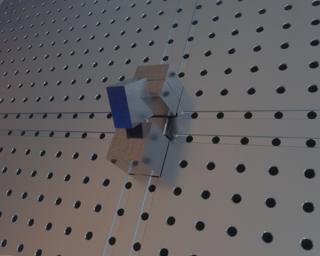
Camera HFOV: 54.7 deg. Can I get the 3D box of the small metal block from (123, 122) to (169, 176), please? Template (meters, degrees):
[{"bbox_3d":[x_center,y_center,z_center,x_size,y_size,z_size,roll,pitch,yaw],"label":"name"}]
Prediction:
[{"bbox_3d":[-0.016,0.026,0.381,0.025,0.050,0.050,1,63,29],"label":"small metal block"}]

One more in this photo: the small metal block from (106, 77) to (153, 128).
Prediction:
[{"bbox_3d":[-0.035,-0.031,0.375,0.025,0.050,0.050,0,19,29],"label":"small metal block"}]

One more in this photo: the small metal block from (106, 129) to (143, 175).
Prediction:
[{"bbox_3d":[-0.037,0.026,0.394,0.025,0.050,0.050,1,63,29],"label":"small metal block"}]

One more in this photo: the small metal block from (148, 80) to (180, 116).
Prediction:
[{"bbox_3d":[-0.008,-0.039,0.419,0.050,0.050,0.025,2,63,29],"label":"small metal block"}]

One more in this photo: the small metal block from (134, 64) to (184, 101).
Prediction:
[{"bbox_3d":[-0.002,-0.062,0.429,0.050,0.050,0.025,2,63,29],"label":"small metal block"}]
